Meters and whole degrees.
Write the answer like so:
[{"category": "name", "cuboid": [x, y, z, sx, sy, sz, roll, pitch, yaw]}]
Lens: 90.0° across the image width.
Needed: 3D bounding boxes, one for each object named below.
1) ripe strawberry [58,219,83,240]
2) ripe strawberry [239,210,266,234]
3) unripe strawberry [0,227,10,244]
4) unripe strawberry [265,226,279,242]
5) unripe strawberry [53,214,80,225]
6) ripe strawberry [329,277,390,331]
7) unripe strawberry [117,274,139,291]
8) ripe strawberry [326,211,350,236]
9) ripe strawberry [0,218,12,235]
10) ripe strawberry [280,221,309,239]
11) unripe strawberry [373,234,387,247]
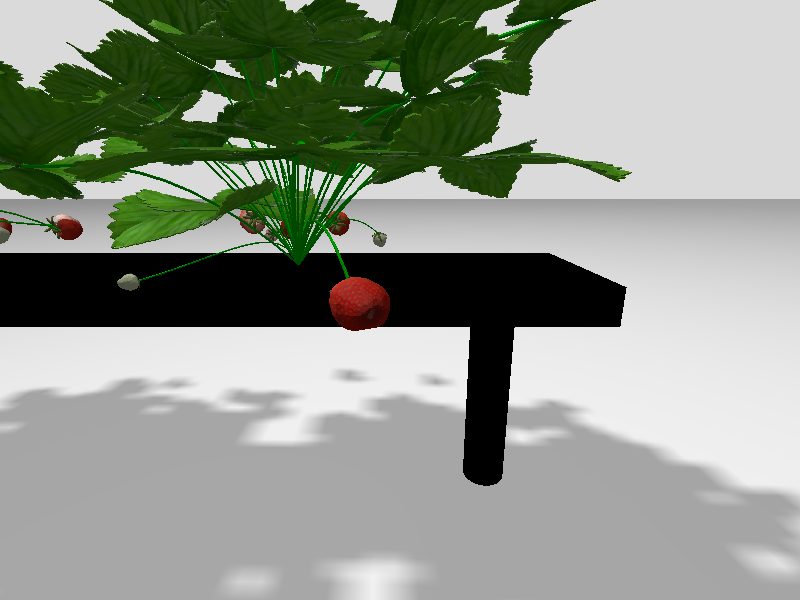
[{"category": "ripe strawberry", "cuboid": [-0.421, -0.090, 0.511, 0.024, 0.027, 0.026, 11, 19, 34]}, {"category": "ripe strawberry", "cuboid": [-0.219, -0.118, 0.595, 0.037, 0.039, 0.041, -8, 6, -26]}, {"category": "unripe strawberry", "cuboid": [-0.490, -0.080, 0.488, 0.022, 0.023, 0.023, 5, 16, 19]}, {"category": "unripe strawberry", "cuboid": [-0.160, -0.083, 0.501, 0.016, 0.019, 0.018, -7, 17, -24]}, {"category": "unripe strawberry", "cuboid": [-0.472, -0.107, 0.566, 0.033, 0.028, 0.033, 5, 16, 16]}, {"category": "ripe strawberry", "cuboid": [-0.017, 0.002, 0.186, 0.029, 0.025, 0.029, -6, 18, -22]}, {"category": "unripe strawberry", "cuboid": [-0.180, -0.011, 0.264, 0.011, 0.011, 0.011, 15, 22, 42]}, {"category": "ripe strawberry", "cuboid": [-0.089, -0.111, 0.577, 0.034, 0.035, 0.036, 0, 15, 0]}, {"category": "ripe strawberry", "cuboid": [-0.553, -0.101, 0.554, 0.027, 0.028, 0.029, -1, 15, -3]}, {"category": "ripe strawberry", "cuboid": [-0.136, -0.095, 0.518, 0.037, 0.032, 0.037, -4, 16, -14]}, {"category": "unripe strawberry", "cuboid": [-0.023, -0.069, 0.461, 0.016, 0.016, 0.014, 9, 46, 30]}]
